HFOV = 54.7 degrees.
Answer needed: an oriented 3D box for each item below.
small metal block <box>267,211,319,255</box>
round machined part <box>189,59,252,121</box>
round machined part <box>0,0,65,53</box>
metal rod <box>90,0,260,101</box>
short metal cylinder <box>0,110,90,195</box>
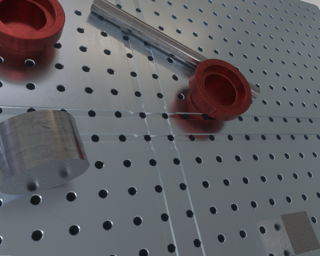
[{"bbox_3d":[0.181,0.143,0.419,0.050,0.025,0.050,1,61,-28],"label":"small metal block"},{"bbox_3d":[0.087,-0.054,0.475,0.099,0.042,0.098,11,61,-20],"label":"round machined part"},{"bbox_3d":[-0.173,-0.133,0.386,0.099,0.042,0.098,14,56,-21],"label":"round machined part"},{"bbox_3d":[0.032,-0.124,0.500,0.301,0.025,0.025,27,53,-12],"label":"metal rod"},{"bbox_3d":[-0.114,0.025,0.296,0.081,0.080,0.050,-10,67,-33],"label":"short metal cylinder"}]
